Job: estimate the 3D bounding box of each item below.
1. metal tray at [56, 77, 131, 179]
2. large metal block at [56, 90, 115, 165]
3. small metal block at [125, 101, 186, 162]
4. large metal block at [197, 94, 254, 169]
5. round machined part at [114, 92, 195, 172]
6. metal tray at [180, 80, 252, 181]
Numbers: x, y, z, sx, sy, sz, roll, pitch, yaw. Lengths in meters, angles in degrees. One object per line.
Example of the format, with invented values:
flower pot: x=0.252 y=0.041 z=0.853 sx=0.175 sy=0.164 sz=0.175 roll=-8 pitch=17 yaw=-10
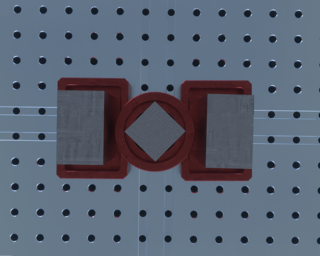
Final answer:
metal tray: x=-0.086 y=0.000 z=0.409 sx=0.091 sy=0.030 sz=0.129 roll=1 pitch=90 yaw=0
large metal block: x=-0.085 y=-0.001 z=0.372 sx=0.050 sy=0.080 sz=0.080 roll=1 pitch=90 yaw=0
small metal block: x=-0.006 y=0.004 z=0.372 sx=0.050 sy=0.025 sz=0.050 roll=45 pitch=90 yaw=0
large metal block: x=0.075 y=0.003 z=0.373 sx=0.050 sy=0.080 sz=0.080 roll=2 pitch=90 yaw=0
round machined part: x=-0.006 y=0.005 z=0.396 sx=0.099 sy=0.042 sz=0.097 roll=0 pitch=90 yaw=0
metal tray: x=0.073 y=0.003 z=0.410 sx=0.091 sy=0.030 sz=0.129 roll=0 pitch=90 yaw=0
